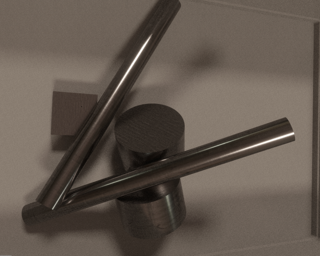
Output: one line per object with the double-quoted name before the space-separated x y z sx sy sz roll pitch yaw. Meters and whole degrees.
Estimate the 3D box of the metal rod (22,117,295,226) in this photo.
"metal rod" -0.012 0.051 0.331 0.301 0.025 0.025 -20 98 10

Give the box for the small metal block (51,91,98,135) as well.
"small metal block" -0.104 -0.016 0.373 0.050 0.025 0.050 3 89 -20

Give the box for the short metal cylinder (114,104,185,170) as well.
"short metal cylinder" -0.011 0.015 0.371 0.081 0.080 0.050 -23 138 -19

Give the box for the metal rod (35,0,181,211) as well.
"metal rod" -0.051 -0.044 0.371 0.025 0.025 0.300 34 71 -17

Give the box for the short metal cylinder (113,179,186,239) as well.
"short metal cylinder" -0.012 0.085 0.372 0.081 0.080 0.050 -20 116 -19
